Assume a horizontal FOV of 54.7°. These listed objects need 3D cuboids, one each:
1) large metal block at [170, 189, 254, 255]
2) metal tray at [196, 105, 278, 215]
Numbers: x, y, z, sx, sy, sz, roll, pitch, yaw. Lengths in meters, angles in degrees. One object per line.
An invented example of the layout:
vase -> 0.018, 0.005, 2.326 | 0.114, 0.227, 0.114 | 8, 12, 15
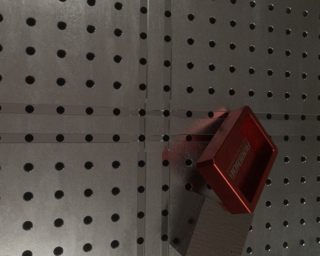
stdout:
large metal block -> 0.071, 0.140, 0.427 | 0.080, 0.050, 0.080 | 23, 82, -19
metal tray -> 0.111, 0.040, 0.423 | 0.090, 0.030, 0.131 | 53, 48, -13
